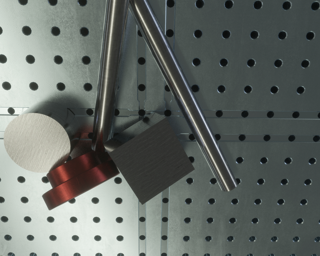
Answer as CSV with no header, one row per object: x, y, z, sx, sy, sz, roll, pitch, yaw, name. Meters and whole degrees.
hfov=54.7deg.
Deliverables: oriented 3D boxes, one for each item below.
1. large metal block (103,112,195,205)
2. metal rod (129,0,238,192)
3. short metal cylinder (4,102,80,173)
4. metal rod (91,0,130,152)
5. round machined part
-0.015,0.037,0.401,0.080,0.050,0.080,-33,108,-10,large metal block
0.031,-0.041,0.398,0.025,0.025,0.299,-26,108,9,metal rod
-0.150,0.011,0.402,0.081,0.050,0.079,0,110,-1,short metal cylinder
-0.053,-0.103,0.355,0.025,0.025,0.298,10,117,-4,metal rod
-0.105,0.063,0.401,0.098,0.098,0.042,-29,85,10,round machined part
